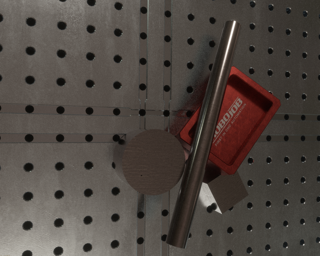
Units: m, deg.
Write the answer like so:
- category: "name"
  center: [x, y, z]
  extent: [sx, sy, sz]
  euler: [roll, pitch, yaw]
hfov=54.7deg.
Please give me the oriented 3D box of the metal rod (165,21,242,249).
- category: "metal rod"
  center: [0.060, -0.002, 0.398]
  extent: [0.025, 0.025, 0.299]
  euler: [21, 77, -19]

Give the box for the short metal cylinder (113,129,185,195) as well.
- category: "short metal cylinder"
  center: [-0.015, 0.041, 0.395]
  extent: [0.081, 0.050, 0.079]
  euler: [0, 90, -20]

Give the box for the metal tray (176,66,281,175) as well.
- category: "metal tray"
  center: [0.095, -0.010, 0.433]
  extent: [0.090, 0.030, 0.130]
  euler: [37, 77, 1]

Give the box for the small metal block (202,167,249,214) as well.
- category: "small metal block"
  center: [0.092, 0.087, 0.449]
  extent: [0.050, 0.025, 0.050]
  euler: [-30, 100, -18]
